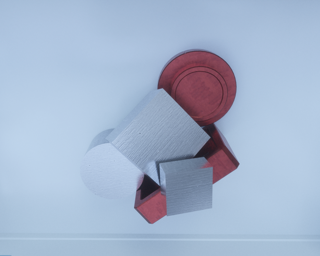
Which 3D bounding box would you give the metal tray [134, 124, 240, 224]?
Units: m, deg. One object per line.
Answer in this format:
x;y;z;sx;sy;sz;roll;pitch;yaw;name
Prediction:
0.029;0.054;0.395;0.130;0.090;0.030;-36;106;11;metal tray

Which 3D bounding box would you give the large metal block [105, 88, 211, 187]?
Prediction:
-0.003;0.012;0.363;0.080;0.050;0.080;45;79;-15;large metal block

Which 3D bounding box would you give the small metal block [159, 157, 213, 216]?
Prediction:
0.028;0.062;0.331;0.050;0.025;0.050;-7;110;-12;small metal block

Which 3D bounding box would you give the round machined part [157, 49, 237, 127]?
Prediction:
0.046;-0.046;0.384;0.099;0.042;0.097;0;110;-1;round machined part

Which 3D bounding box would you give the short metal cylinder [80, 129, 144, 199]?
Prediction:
-0.060;0.047;0.412;0.081;0.050;0.079;0;110;-1;short metal cylinder
